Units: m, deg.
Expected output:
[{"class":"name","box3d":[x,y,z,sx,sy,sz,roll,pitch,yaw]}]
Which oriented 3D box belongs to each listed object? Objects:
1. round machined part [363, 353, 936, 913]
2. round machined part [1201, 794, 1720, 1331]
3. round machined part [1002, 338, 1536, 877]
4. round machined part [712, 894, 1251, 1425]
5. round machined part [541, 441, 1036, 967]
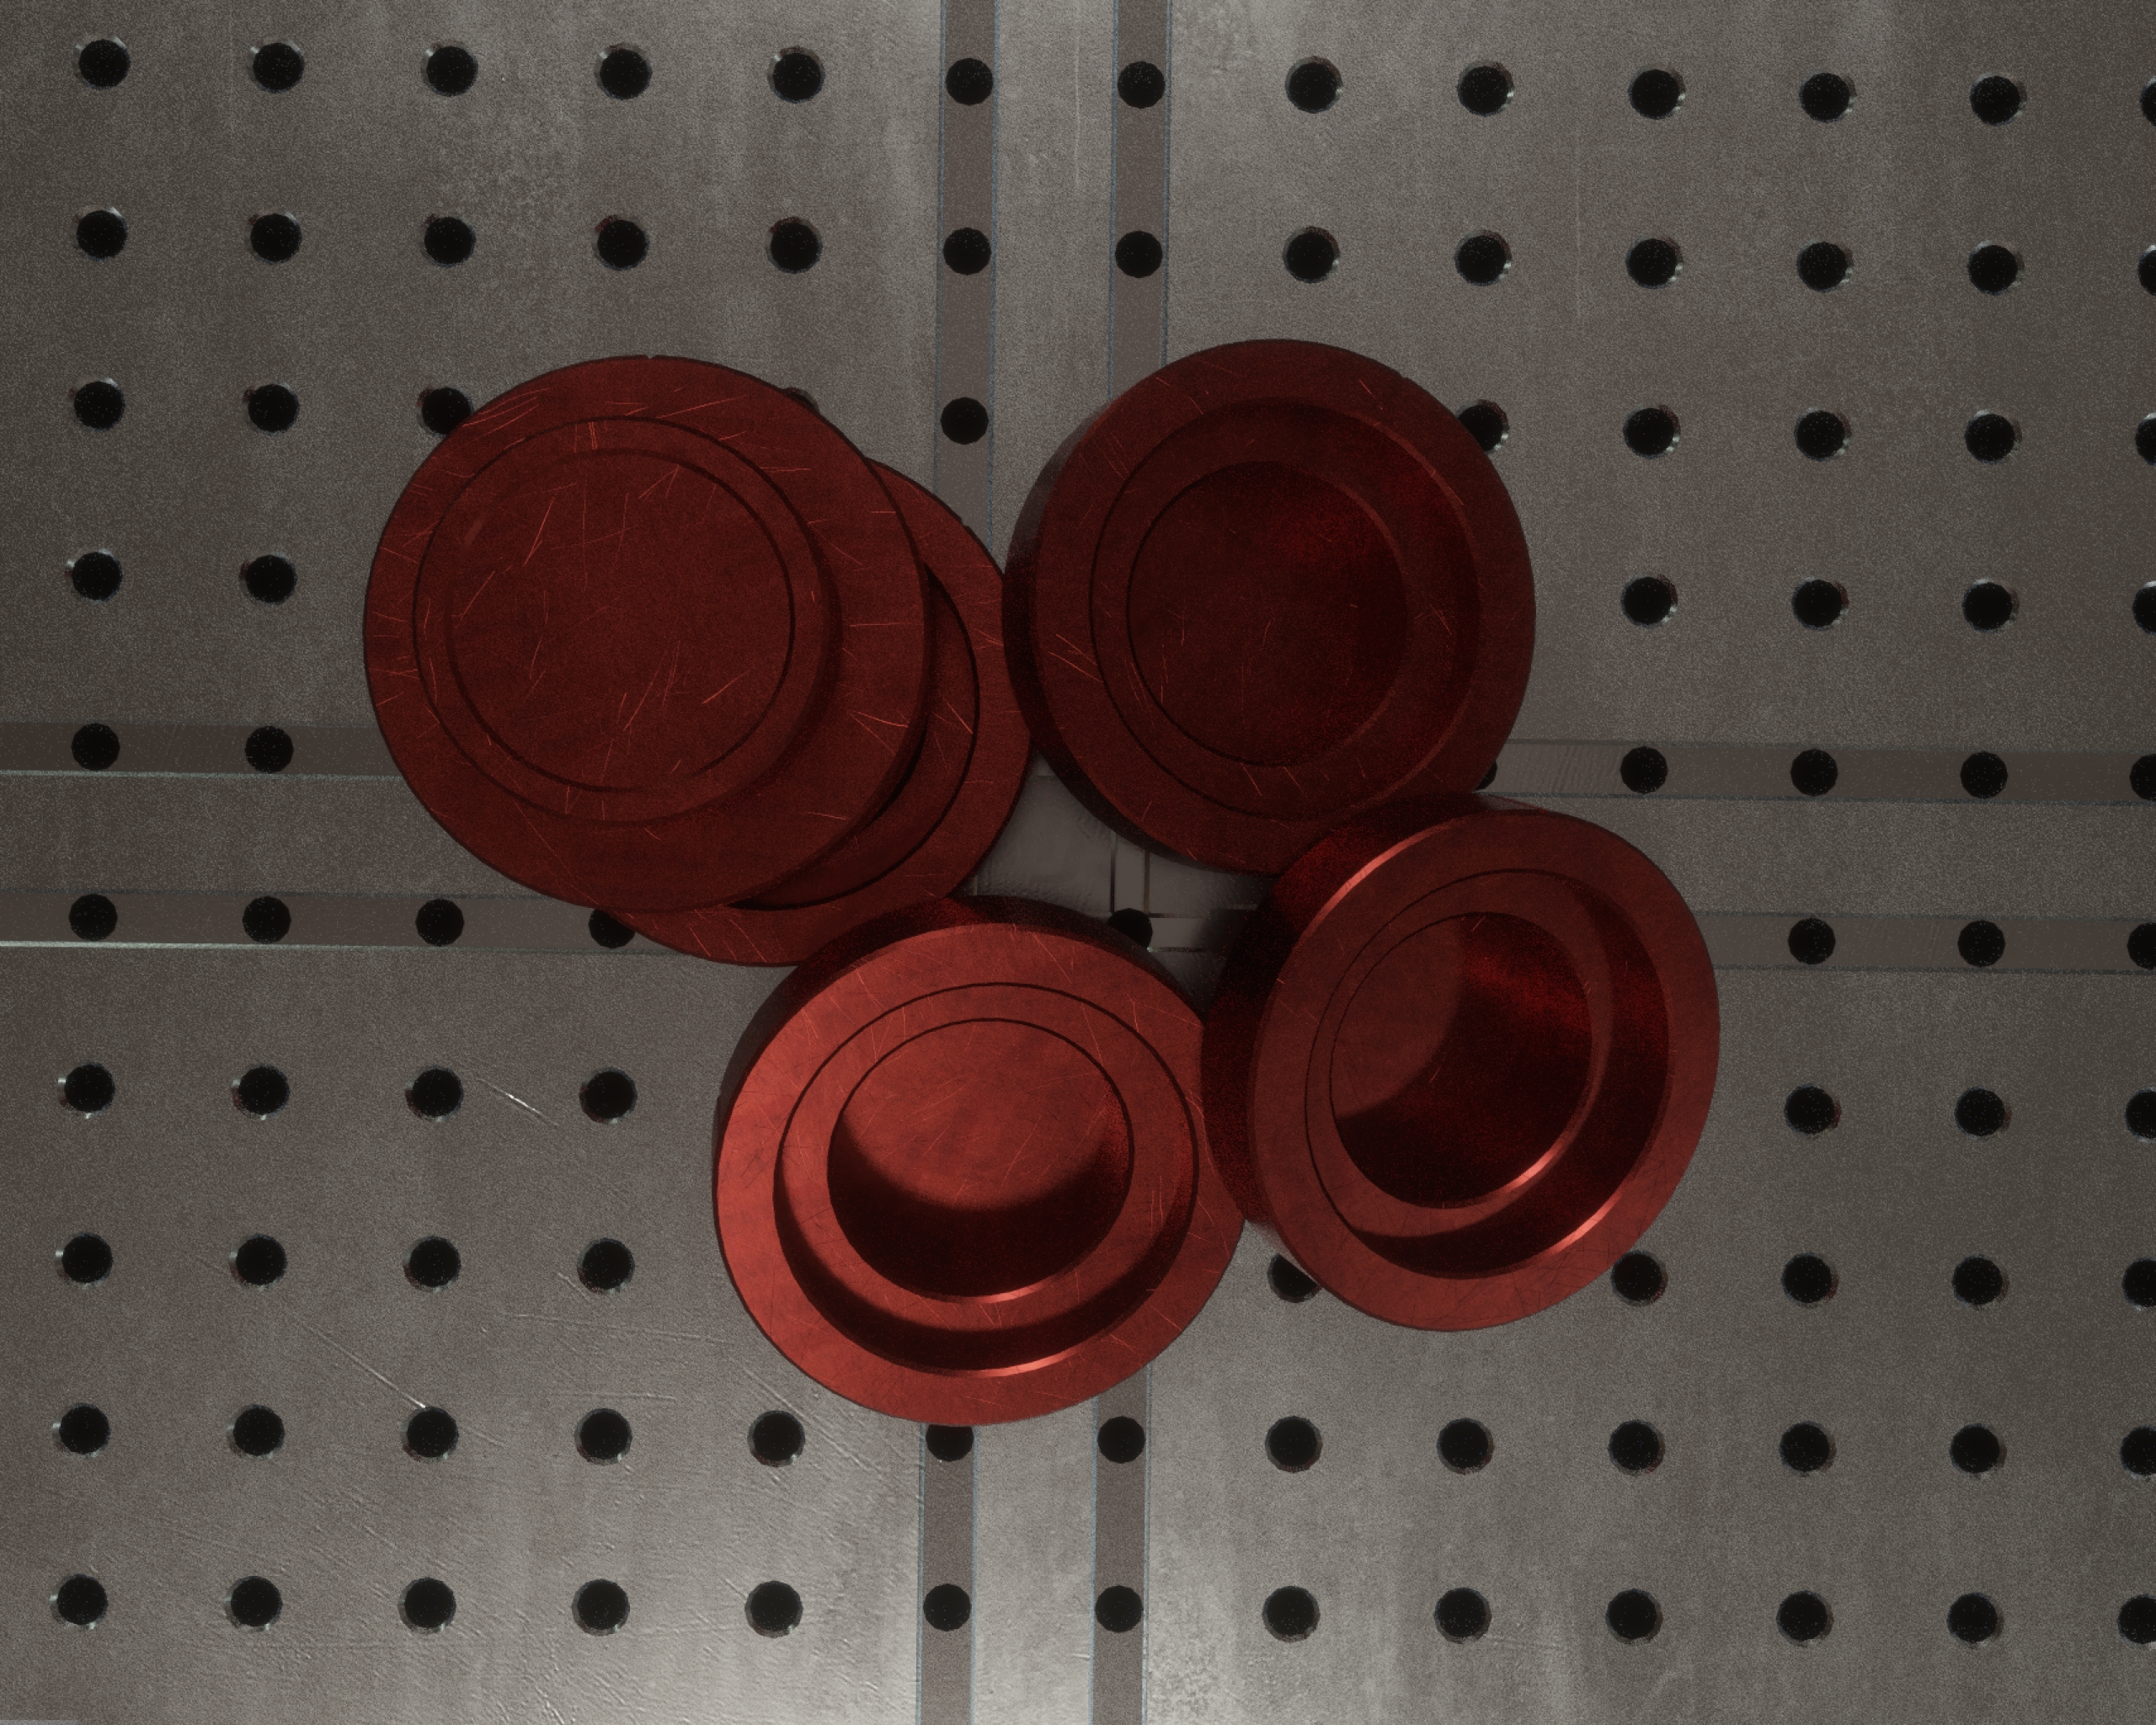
[{"class":"round machined part","box3d":[-0.075,-0.040,0.361,0.099,0.042,0.097,0,90,-1]},{"class":"round machined part","box3d":[0.068,0.035,0.394,0.099,0.042,0.097,-4,102,-21]},{"class":"round machined part","box3d":[0.033,-0.046,0.396,0.099,0.042,0.097,0,91,-17]},{"class":"round machined part","box3d":[-0.020,0.053,0.396,0.099,0.042,0.097,-3,105,-10]},{"class":"round machined part","box3d":[-0.057,-0.030,0.403,0.099,0.042,0.097,0,90,-1]}]
